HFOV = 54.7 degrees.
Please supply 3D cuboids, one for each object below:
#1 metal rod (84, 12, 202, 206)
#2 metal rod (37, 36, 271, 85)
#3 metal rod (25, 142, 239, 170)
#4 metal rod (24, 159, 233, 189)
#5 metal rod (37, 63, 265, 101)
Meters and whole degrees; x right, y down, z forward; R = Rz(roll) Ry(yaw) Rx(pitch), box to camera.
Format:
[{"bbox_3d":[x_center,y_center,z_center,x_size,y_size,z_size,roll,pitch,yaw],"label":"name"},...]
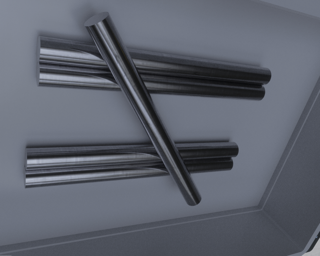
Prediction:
[{"bbox_3d":[-0.004,0.004,0.375,0.025,0.025,0.299,-33,129,-7],"label":"metal rod"},{"bbox_3d":[0.016,-0.074,0.369,0.303,0.025,0.025,0,118,-29],"label":"metal rod"},{"bbox_3d":[-0.017,0.035,0.418,0.303,0.025,0.025,0,119,-29],"label":"metal rod"},{"bbox_3d":[-0.023,0.057,0.429,0.303,0.025,0.025,0,119,-29],"label":"metal rod"},{"bbox_3d":[0.012,-0.053,0.380,0.303,0.025,0.025,0,118,-29],"label":"metal rod"}]
